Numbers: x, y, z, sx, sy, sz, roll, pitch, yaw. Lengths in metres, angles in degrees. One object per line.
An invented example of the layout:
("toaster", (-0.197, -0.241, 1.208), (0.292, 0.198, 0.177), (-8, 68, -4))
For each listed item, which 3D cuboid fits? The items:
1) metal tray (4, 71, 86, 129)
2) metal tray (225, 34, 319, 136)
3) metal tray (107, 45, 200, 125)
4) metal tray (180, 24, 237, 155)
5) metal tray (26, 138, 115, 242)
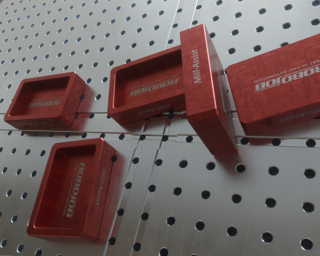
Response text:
("metal tray", (-0.199, -0.046, 0.534), (0.130, 0.030, 0.090), (-2, 61, 26))
("metal tray", (0.151, -0.052, 0.358), (0.130, 0.030, 0.090), (-18, 55, 17))
("metal tray", (-0.010, -0.063, 0.447), (0.130, 0.030, 0.090), (-14, 56, 19))
("metal tray", (0.057, -0.045, 0.363), (0.030, 0.090, 0.130), (-15, 56, 20))
("metal tray", (-0.116, 0.080, 0.414), (0.090, 0.030, 0.130), (-7, 58, 24))
